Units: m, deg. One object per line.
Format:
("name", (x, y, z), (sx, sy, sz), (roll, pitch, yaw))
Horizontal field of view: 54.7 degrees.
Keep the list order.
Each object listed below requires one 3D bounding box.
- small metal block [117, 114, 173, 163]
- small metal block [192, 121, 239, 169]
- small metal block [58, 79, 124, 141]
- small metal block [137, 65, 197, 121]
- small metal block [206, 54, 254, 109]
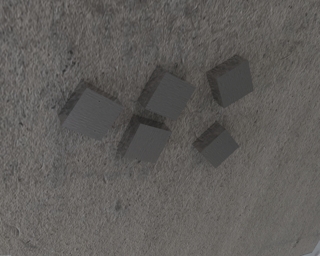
("small metal block", (-0.020, 0.015, 0.405), (0.050, 0.025, 0.050), (16, 110, -35))
("small metal block", (0.085, 0.026, 0.469), (0.050, 0.025, 0.050), (-44, 129, 2))
("small metal block", (-0.078, -0.019, 0.352), (0.050, 0.025, 0.050), (28, 103, -38))
("small metal block", (0.008, -0.042, 0.385), (0.050, 0.025, 0.050), (20, 107, -36))
("small metal block", (0.095, -0.063, 0.420), (0.050, 0.025, 0.050), (-31, 129, -8))
